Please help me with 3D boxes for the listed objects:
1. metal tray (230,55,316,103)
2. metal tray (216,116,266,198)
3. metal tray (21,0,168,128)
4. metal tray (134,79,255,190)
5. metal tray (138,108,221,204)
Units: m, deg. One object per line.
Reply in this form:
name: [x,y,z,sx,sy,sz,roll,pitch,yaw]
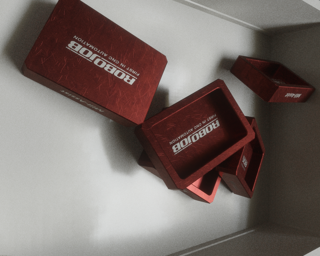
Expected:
metal tray: [0.193,-0.082,0.526,0.131,0.090,0.030,-4,133,-40]
metal tray: [0.130,0.048,0.482,0.130,0.030,0.090,48,59,-53]
metal tray: [-0.064,-0.068,0.332,0.131,0.030,0.090,28,72,-24]
metal tray: [0.046,0.006,0.386,0.131,0.030,0.090,-31,90,-23]
metal tray: [0.040,0.040,0.436,0.130,0.030,0.090,37,67,-34]
